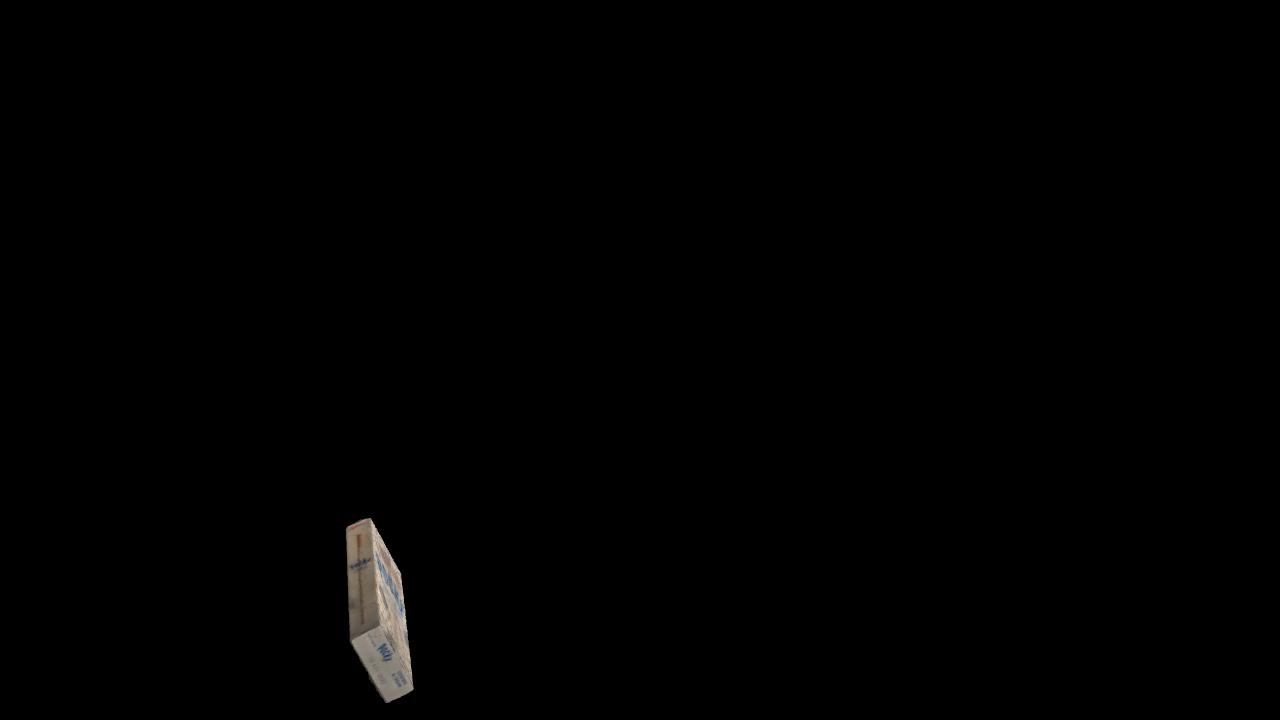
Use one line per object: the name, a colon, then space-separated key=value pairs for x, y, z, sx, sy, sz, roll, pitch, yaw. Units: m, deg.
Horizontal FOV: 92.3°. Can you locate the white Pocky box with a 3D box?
white Pocky box: x=-0.239 y=0.222 z=0.561 sx=0.028 sy=0.084 sz=0.154 roll=-21 pitch=29 yaw=-17
